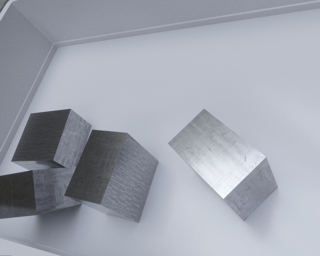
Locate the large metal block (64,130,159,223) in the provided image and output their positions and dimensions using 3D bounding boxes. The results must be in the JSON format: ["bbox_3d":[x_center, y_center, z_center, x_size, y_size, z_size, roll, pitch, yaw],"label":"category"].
[{"bbox_3d":[-0.052,0.057,0.363,0.050,0.080,0.080,4,64,30],"label":"large metal block"}]

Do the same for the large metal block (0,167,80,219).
[{"bbox_3d":[-0.160,0.082,0.396,0.080,0.080,0.050,-12,82,22],"label":"large metal block"}]

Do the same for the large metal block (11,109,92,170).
[{"bbox_3d":[-0.159,0.022,0.460,0.080,0.050,0.080,-4,60,26],"label":"large metal block"}]

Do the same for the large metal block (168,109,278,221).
[{"bbox_3d":[0.065,0.038,0.313,0.050,0.080,0.080,-44,51,-2],"label":"large metal block"}]
